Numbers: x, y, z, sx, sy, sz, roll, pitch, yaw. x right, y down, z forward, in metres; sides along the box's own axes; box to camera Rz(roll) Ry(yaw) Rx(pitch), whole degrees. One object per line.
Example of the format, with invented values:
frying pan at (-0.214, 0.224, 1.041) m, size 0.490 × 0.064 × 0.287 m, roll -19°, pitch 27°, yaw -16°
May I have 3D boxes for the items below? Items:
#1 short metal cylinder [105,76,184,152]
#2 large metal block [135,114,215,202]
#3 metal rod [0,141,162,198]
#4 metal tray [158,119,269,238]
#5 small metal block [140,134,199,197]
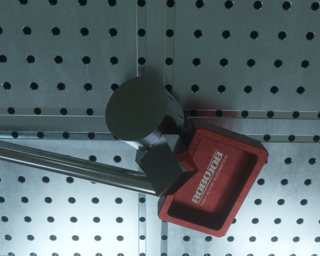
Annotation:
short metal cylinder at (-0.018, -0.015, 0.372) m, size 0.080 × 0.080 × 0.050 m, roll -33°, pitch 150°, yaw 11°
large metal block at (0.025, 0.042, 0.414) m, size 0.080 × 0.050 × 0.080 m, roll -34°, pitch 107°, yaw 11°
metal rod at (-0.142, 0.043, 0.396) m, size 0.302 × 0.025 × 0.025 m, roll 12°, pitch 110°, yaw 7°
metal tray at (0.061, 0.064, 0.379) m, size 0.091 × 0.030 × 0.129 m, roll 19°, pitch 109°, yaw -7°
small metal block at (0.009, 0.042, 0.352) m, size 0.025 × 0.050 × 0.050 m, roll 4°, pitch 137°, yaw -43°
